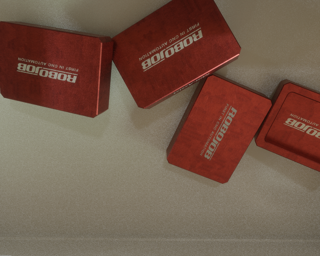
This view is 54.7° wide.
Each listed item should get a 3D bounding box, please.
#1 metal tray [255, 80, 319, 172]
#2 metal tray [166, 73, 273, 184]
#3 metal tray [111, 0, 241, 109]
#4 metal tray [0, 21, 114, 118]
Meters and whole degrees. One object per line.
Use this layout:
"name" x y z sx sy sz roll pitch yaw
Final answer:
"metal tray" 0.199 0.003 0.394 0.130 0.030 0.089 23 110 6
"metal tray" 0.074 0.001 0.410 0.090 0.030 0.129 22 108 -8
"metal tray" 0.015 -0.090 0.359 0.130 0.030 0.090 -29 87 10
"metal tray" -0.123 -0.070 0.363 0.131 0.030 0.089 13 111 12
